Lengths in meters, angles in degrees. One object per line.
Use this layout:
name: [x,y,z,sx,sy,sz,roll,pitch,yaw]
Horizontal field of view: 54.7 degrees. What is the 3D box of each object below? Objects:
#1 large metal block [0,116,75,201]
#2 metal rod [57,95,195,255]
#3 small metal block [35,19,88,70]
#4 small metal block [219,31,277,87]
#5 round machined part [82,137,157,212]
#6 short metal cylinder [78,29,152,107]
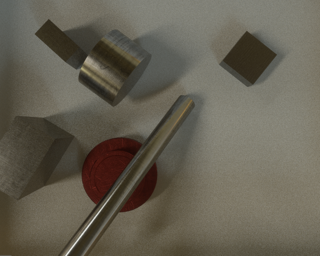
large metal block: [-0.158,0.033,0.382,0.050,0.080,0.080,31,90,-1]
metal rod: [-0.046,0.074,0.350,0.025,0.025,0.301,37,65,0]
small metal block: [-0.124,-0.105,0.397,0.050,0.050,0.025,42,90,-1]
small metal block: [0.116,-0.091,0.413,0.050,0.025,0.050,38,90,-1]
round machined part: [-0.053,0.061,0.402,0.099,0.042,0.097,0,90,-1]
short metal cylinder: [-0.055,-0.073,0.383,0.050,0.080,0.080,37,90,0]
